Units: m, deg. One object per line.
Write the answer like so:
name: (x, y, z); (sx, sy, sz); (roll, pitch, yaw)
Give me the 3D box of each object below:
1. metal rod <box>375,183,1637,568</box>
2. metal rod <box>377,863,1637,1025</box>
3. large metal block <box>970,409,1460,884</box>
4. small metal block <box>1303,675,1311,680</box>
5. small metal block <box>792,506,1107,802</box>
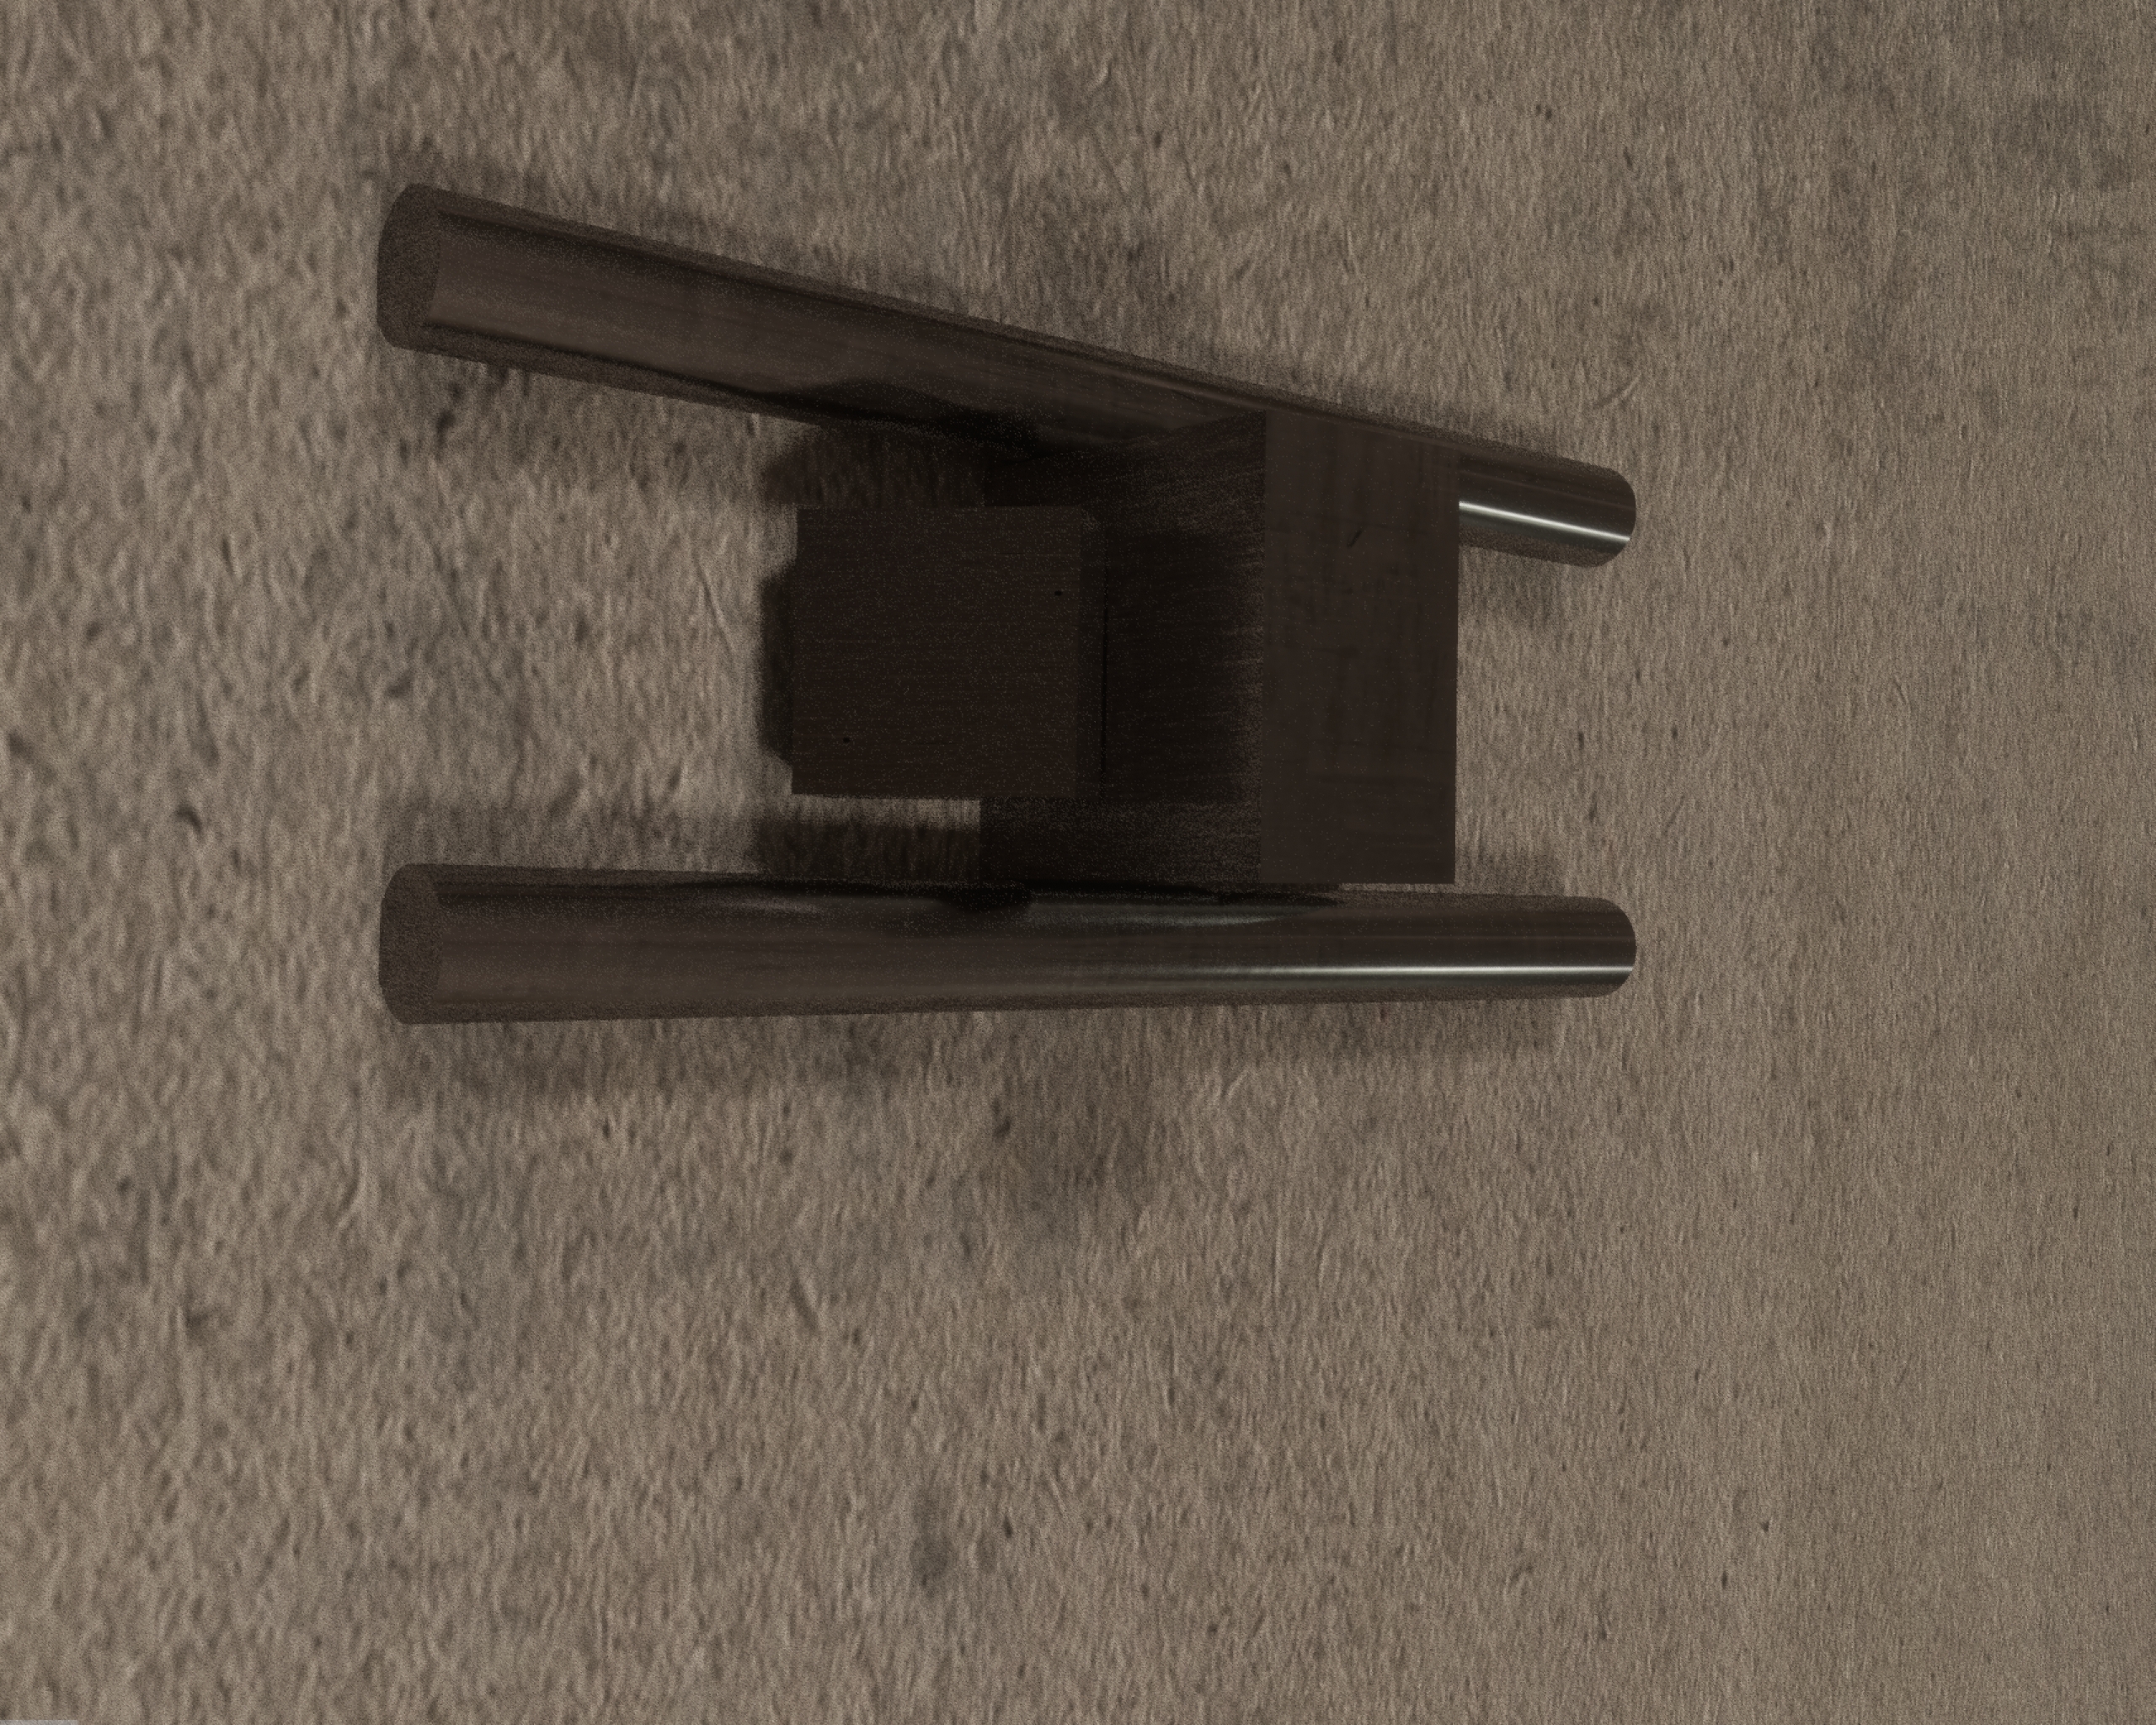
metal rod: (0.012, -0.089, 0.418); (0.302, 0.025, 0.025); (2, 89, -40)
metal rod: (0.012, 0.017, 0.419); (0.302, 0.025, 0.025); (2, 89, -40)
large metal block: (0.024, -0.036, 0.396); (0.050, 0.080, 0.079); (1, 90, -40)
small metal block: (0.057, -0.033, 0.438); (0.025, 0.050, 0.050); (0, 89, 2)
small metal block: (-0.022, -0.036, 0.371); (0.025, 0.050, 0.050); (3, 89, -80)
